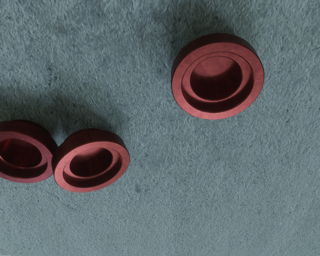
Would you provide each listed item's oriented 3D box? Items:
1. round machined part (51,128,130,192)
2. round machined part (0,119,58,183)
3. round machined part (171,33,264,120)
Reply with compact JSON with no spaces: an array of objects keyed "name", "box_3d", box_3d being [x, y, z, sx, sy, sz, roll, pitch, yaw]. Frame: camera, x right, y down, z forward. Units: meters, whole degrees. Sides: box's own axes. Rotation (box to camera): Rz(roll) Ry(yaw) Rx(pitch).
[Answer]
[{"name":"round machined part","box_3d":[-0.094,0.038,0.413,0.099,0.042,0.097,-16,137,-16]},{"name":"round machined part","box_3d":[-0.185,0.027,0.417,0.099,0.042,0.097,0,130,0]},{"name":"round machined part","box_3d":[0.061,-0.060,0.345,0.099,0.042,0.097,0,130,0]}]
